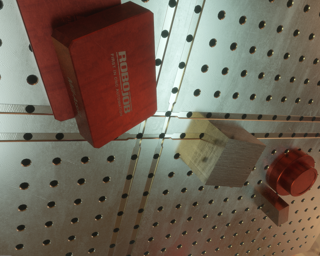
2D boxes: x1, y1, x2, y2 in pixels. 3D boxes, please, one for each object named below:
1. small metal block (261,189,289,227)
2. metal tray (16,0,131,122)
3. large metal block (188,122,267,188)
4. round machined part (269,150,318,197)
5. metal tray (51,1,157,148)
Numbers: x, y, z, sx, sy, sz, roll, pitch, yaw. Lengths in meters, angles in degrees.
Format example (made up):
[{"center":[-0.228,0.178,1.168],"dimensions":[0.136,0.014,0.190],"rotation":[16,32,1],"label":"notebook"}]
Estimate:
[{"center":[0.231,0.161,0.624],"dimensions":[0.025,0.050,0.050],"rotation":[-24,128,-14],"label":"small metal block"},{"center":[-0.080,-0.079,0.316],"dimensions":[0.091,0.030,0.129],"rotation":[-18,126,-18],"label":"metal tray"},{"center":[0.103,0.043,0.481],"dimensions":[0.081,0.050,0.079],"rotation":[11,113,-33],"label":"large metal block"},{"center":[0.268,0.095,0.609],"dimensions":[0.099,0.042,0.097],"rotation":[-14,124,-21],"label":"round machined part"},{"center":[-0.047,-0.050,0.316],"dimensions":[0.091,0.030,0.129],"rotation":[-33,143,-28],"label":"metal tray"}]
